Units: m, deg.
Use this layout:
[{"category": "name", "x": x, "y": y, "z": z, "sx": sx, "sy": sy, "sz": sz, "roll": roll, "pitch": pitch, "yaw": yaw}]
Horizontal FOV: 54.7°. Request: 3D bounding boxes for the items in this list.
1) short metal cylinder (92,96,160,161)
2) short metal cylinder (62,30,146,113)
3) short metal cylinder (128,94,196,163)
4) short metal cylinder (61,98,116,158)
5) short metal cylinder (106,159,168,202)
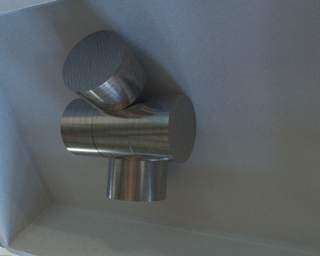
[{"category": "short metal cylinder", "x": -0.040, "y": 0.000, "z": 0.392, "sx": 0.050, "sy": 0.080, "sz": 0.080, "roll": 2, "pitch": 119, "yaw": 28}, {"category": "short metal cylinder", "x": -0.063, "y": -0.064, "z": 0.355, "sx": 0.080, "sy": 0.080, "sz": 0.050, "roll": 2, "pitch": 157, "yaw": 27}, {"category": "short metal cylinder", "x": 0.005, "y": 0.000, "z": 0.369, "sx": 0.050, "sy": 0.080, "sz": 0.080, "roll": 2, "pitch": 119, "yaw": 28}, {"category": "short metal cylinder", "x": -0.085, "y": -0.001, "z": 0.415, "sx": 0.050, "sy": 0.080, "sz": 0.080, "roll": 2, "pitch": 119, "yaw": 28}, {"category": "short metal cylinder", "x": -0.030, "y": 0.068, "z": 0.420, "sx": 0.080, "sy": 0.080, "sz": 0.050, "roll": 0, "pitch": 85, "yaw": 28}]
